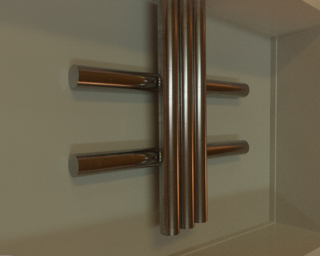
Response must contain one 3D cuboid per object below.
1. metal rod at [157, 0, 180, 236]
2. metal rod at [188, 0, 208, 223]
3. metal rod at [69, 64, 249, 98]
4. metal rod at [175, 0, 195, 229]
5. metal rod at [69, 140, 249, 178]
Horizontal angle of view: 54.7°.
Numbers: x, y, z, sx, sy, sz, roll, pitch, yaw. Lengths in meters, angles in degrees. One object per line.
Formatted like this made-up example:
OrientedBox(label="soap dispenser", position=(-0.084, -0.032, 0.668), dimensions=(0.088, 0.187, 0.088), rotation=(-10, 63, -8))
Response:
OrientedBox(label="metal rod", position=(0.011, -0.021, 0.380), dimensions=(0.025, 0.025, 0.298), rotation=(-1, 91, -40))
OrientedBox(label="metal rod", position=(0.049, -0.026, 0.412), dimensions=(0.025, 0.025, 0.298), rotation=(-1, 91, -40))
OrientedBox(label="metal rod", position=(0.024, -0.059, 0.425), dimensions=(0.302, 0.025, 0.025), rotation=(-2, 92, -40))
OrientedBox(label="metal rod", position=(0.031, -0.023, 0.396), dimensions=(0.025, 0.025, 0.298), rotation=(-1, 91, -40))
OrientedBox(label="metal rod", position=(0.024, 0.036, 0.425), dimensions=(0.302, 0.025, 0.025), rotation=(-2, 91, -40))
